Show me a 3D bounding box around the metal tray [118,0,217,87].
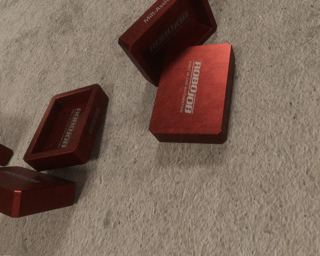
[{"bbox_3d":[0.015,-0.132,0.433,0.130,0.090,0.030,-46,51,-4],"label":"metal tray"}]

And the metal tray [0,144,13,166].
[{"bbox_3d":[-0.323,0.023,0.513,0.130,0.090,0.030,8,66,31],"label":"metal tray"}]

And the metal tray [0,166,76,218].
[{"bbox_3d":[-0.189,0.079,0.407,0.130,0.090,0.030,7,91,31],"label":"metal tray"}]

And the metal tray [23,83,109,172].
[{"bbox_3d":[-0.134,-0.003,0.455,0.090,0.030,0.130,-11,46,21],"label":"metal tray"}]

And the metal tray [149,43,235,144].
[{"bbox_3d":[0.044,-0.045,0.397,0.090,0.030,0.130,1,64,23],"label":"metal tray"}]
